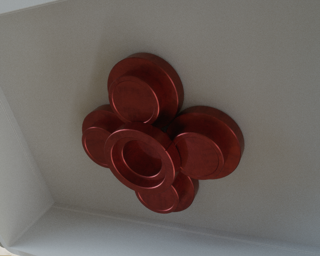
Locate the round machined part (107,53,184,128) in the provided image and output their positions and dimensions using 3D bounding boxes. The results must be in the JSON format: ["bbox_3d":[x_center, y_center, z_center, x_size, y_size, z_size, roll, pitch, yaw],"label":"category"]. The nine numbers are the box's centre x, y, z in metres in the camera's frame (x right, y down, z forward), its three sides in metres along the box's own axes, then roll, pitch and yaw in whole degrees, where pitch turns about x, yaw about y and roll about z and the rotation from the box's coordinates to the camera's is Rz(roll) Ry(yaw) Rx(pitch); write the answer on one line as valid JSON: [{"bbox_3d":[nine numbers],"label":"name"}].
[{"bbox_3d":[-0.024,-0.039,0.382,0.098,0.042,0.097,13,124,21],"label":"round machined part"}]

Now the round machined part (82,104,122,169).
[{"bbox_3d":[-0.072,0.019,0.444,0.098,0.042,0.097,13,124,21],"label":"round machined part"}]

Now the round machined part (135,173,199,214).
[{"bbox_3d":[0.002,0.083,0.445,0.098,0.042,0.097,12,122,20],"label":"round machined part"}]

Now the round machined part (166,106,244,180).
[{"bbox_3d":[0.051,0.025,0.384,0.098,0.042,0.097,13,124,21],"label":"round machined part"}]

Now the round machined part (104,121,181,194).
[{"bbox_3d":[-0.019,0.034,0.399,0.098,0.042,0.097,13,124,21],"label":"round machined part"}]
